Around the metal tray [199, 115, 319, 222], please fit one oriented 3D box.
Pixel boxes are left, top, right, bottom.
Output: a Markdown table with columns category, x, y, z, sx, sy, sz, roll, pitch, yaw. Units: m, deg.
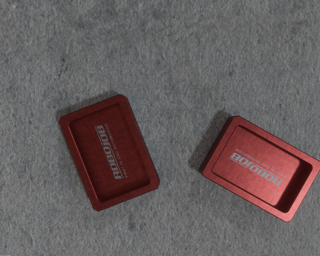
| category | x | y | z | sx | sy | sz | roll | pitch | yaw |
| --- | --- | --- | --- | --- | --- | --- | --- | --- | --- |
| metal tray | 0.130 | 0.052 | 0.409 | 0.130 | 0.030 | 0.090 | 29 | 90 | -1 |

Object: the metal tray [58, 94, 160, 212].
| category | x | y | z | sx | sy | sz | roll | pitch | yaw |
| --- | --- | --- | --- | --- | --- | --- | --- | --- | --- |
| metal tray | -0.064 | 0.031 | 0.406 | 0.090 | 0.030 | 0.129 | -22 | 90 | -1 |
